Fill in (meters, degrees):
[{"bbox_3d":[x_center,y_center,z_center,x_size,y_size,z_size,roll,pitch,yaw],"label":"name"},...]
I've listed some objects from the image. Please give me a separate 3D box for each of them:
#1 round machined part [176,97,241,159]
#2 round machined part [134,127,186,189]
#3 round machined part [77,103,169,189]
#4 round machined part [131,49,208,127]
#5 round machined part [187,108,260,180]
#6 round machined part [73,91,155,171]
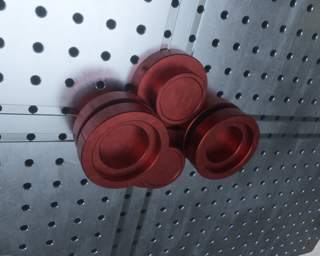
[{"bbox_3d":[0.066,0.001,0.435,0.099,0.042,0.097,-14,124,-21],"label":"round machined part"},{"bbox_3d":[-0.005,0.043,0.423,0.099,0.042,0.097,-14,124,-21],"label":"round machined part"},{"bbox_3d":[-0.043,0.016,0.344,0.099,0.042,0.097,-14,124,-21],"label":"round machined part"},{"bbox_3d":[0.017,-0.043,0.382,0.099,0.042,0.097,-14,124,-21],"label":"round machined part"},{"bbox_3d":[0.079,0.017,0.411,0.099,0.042,0.097,-14,124,-21],"label":"round machined part"},{"bbox_3d":[-0.054,0.001,0.370,0.099,0.042,0.097,-14,124,-21],"label":"round machined part"}]
